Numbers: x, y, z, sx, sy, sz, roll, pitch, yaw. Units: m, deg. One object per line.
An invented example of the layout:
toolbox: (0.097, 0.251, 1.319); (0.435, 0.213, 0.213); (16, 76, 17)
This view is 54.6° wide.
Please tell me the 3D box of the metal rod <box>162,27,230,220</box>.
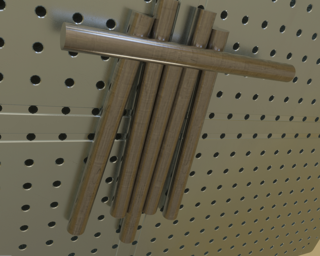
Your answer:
metal rod: (0.044, 0.011, 0.442); (0.025, 0.025, 0.298); (-2, 120, -27)

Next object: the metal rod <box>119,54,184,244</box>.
metal rod: (-0.017, 0.042, 0.427); (0.025, 0.025, 0.298); (1, 118, -29)

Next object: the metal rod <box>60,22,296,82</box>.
metal rod: (0.044, -0.079, 0.353); (0.302, 0.025, 0.025); (2, 118, -29)

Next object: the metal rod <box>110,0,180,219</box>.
metal rod: (-0.026, -0.007, 0.392); (0.025, 0.025, 0.298); (1, 118, -29)

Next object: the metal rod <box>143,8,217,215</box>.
metal rod: (0.018, -0.005, 0.419); (0.025, 0.025, 0.298); (1, 118, -29)

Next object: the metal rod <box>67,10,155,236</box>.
metal rod: (-0.067, 0.011, 0.379); (0.025, 0.025, 0.298); (7, 115, -32)
